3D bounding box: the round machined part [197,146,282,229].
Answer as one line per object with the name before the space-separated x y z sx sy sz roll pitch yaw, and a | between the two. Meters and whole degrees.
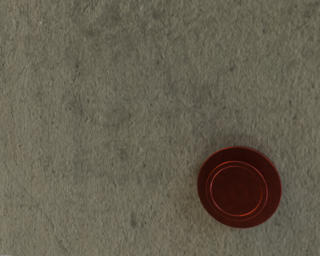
round machined part | 0.092 0.071 0.367 0.098 0.042 0.097 0 90 19
